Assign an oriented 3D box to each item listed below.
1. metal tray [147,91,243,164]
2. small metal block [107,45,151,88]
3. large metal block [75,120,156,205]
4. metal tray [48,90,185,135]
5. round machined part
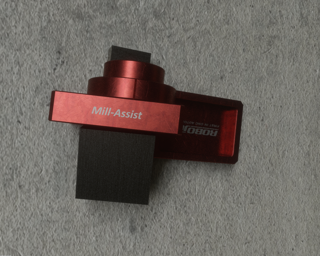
[{"bbox_3d":[0.048,0.000,0.426,0.131,0.030,0.089,7,88,-20],"label":"metal tray"},{"bbox_3d":[-0.042,-0.073,0.396,0.050,0.025,0.050,7,88,-20],"label":"small metal block"},{"bbox_3d":[-0.049,0.038,0.360,0.081,0.050,0.079,6,101,-3],"label":"large metal block"},{"bbox_3d":[-0.043,-0.014,0.342,0.131,0.090,0.030,6,89,-2],"label":"metal tray"},{"bbox_3d":[-0.030,-0.048,0.349,0.099,0.098,0.042,6,88,-20],"label":"round machined part"}]
